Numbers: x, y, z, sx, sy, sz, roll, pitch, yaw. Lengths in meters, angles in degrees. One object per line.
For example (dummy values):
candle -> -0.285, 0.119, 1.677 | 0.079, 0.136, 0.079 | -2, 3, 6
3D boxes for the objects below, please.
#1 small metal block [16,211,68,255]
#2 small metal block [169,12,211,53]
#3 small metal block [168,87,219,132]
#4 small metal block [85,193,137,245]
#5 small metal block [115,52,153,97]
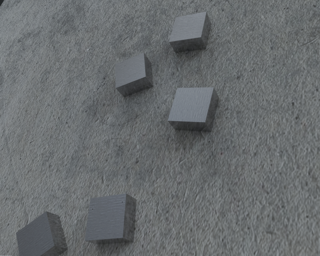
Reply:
small metal block -> -0.151, 0.144, 0.395 | 0.050, 0.025, 0.050 | -36, 51, 4
small metal block -> 0.046, -0.144, 0.468 | 0.050, 0.025, 0.050 | 0, 61, 28
small metal block -> 0.043, -0.024, 0.396 | 0.050, 0.025, 0.050 | 3, 63, 29
small metal block -> -0.058, 0.109, 0.367 | 0.050, 0.025, 0.050 | -12, 57, 21
small metal block -> -0.040, -0.081, 0.475 | 0.050, 0.025, 0.050 | -18, 55, 17
